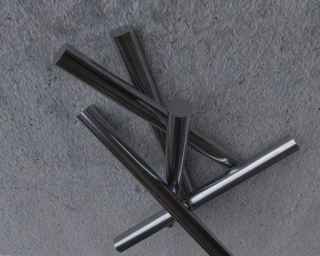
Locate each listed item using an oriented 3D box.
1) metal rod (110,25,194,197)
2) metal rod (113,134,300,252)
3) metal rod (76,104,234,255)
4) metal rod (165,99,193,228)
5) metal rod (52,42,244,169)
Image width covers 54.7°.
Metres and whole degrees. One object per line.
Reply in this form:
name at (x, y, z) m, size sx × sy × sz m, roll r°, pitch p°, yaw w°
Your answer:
metal rod at (0.004, 0.008, 0.413) m, size 0.025 × 0.025 × 0.299 m, roll -13°, pitch 129°, yaw 11°
metal rod at (0.055, 0.100, 0.442) m, size 0.300 × 0.025 × 0.025 m, roll -34°, pitch 123°, yaw 15°
metal rod at (0.003, 0.088, 0.416) m, size 0.025 × 0.025 × 0.300 m, roll -37°, pitch 101°, yaw 27°
metal rod at (0.018, 0.072, 0.430) m, size 0.025 × 0.025 × 0.298 m, roll 0°, pitch 142°, yaw -1°
metal rod at (0.013, -0.005, 0.374) m, size 0.301 × 0.025 × 0.025 m, roll 31°, pitch 124°, yaw -34°
